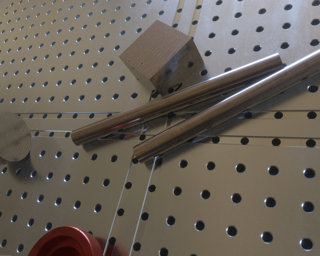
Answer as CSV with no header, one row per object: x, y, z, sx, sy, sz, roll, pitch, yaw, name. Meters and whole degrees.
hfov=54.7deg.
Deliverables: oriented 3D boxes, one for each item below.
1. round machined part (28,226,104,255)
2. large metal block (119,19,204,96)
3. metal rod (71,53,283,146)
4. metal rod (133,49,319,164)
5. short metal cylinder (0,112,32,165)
-0.104,0.165,0.349,0.098,0.042,0.098,-13,56,20,round machined part
0.001,-0.101,0.452,0.080,0.050,0.080,-45,51,-4,large metal block
0.011,-0.033,0.420,0.301,0.025,0.025,-19,54,16,metal rod
0.103,-0.034,0.374,0.301,0.025,0.025,-28,52,10,metal rod
-0.254,0.019,0.492,0.050,0.080,0.080,-14,56,20,short metal cylinder
